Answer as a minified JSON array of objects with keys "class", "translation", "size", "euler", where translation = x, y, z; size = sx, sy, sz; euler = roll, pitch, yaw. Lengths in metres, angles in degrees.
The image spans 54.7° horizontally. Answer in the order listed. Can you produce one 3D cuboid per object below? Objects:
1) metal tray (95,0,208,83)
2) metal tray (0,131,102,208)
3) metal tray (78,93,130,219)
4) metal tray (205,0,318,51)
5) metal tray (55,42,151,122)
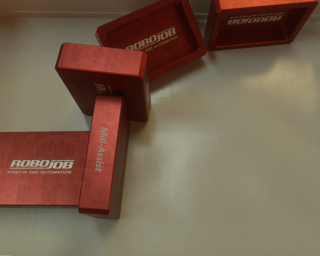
[{"class":"metal tray","translation":[-0.011,-0.117,0.426],"size":[0.131,0.030,0.090],"euler":[-27,105,-9]},{"class":"metal tray","translation":[-0.140,0.051,0.381],"size":[0.131,0.030,0.090],"euler":[-1,70,5]},{"class":"metal tray","translation":[-0.060,0.036,0.361],"size":[0.030,0.090,0.130],"euler":[4,70,1]},{"class":"metal tray","translation":[0.134,-0.150,0.430],"size":[0.131,0.090,0.030],"euler":[-6,70,-2]},{"class":"metal tray","translation":[-0.059,-0.048,0.371],"size":[0.091,0.130,0.030],"euler":[7,71,2]}]
